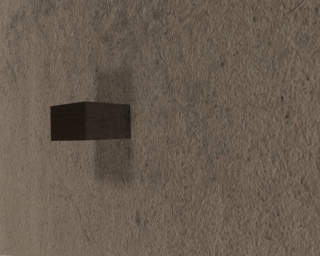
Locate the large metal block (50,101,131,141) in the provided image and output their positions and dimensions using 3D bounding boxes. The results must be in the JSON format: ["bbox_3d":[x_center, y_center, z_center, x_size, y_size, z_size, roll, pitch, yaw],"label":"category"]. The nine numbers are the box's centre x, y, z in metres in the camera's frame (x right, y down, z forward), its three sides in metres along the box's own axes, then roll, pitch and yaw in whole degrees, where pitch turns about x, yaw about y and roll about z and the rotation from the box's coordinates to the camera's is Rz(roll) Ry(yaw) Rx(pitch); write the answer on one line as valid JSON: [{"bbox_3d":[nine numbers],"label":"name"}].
[{"bbox_3d":[-0.100,-0.008,0.449,0.080,0.081,0.050,-3,89,39],"label":"large metal block"}]
